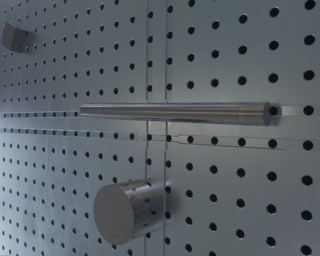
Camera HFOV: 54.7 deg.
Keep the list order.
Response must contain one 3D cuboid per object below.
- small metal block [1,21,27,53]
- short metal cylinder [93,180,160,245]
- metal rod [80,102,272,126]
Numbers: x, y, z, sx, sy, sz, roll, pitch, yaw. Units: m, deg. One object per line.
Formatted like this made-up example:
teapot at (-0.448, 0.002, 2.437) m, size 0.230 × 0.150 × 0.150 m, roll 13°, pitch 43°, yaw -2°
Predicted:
small metal block at (-0.317, -0.197, 0.671) m, size 0.050 × 0.025 × 0.050 m, roll 35°, pitch 111°, yaw 34°
short metal cylinder at (-0.047, 0.115, 0.432) m, size 0.080 × 0.050 × 0.079 m, roll 0°, pitch 90°, yaw 39°
metal rod at (-0.005, -0.021, 0.413) m, size 0.300 × 0.025 × 0.025 m, roll 3°, pitch 92°, yaw 39°
